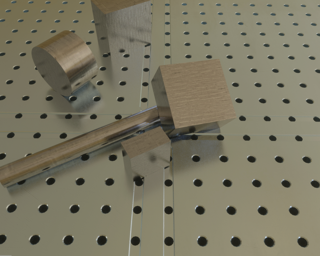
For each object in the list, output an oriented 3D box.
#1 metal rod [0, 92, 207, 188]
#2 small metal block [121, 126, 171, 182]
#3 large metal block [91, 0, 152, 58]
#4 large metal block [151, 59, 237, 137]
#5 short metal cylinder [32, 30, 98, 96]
[{"bbox_3d":[-0.052,0.002,0.405,0.302,0.025,0.025,-23,54,-19],"label":"metal rod"},{"bbox_3d":[-0.016,0.031,0.365,0.050,0.050,0.025,-23,54,-18],"label":"small metal block"},{"bbox_3d":[-0.062,-0.177,0.520,0.081,0.080,0.050,-26,55,-21],"label":"large metal block"},{"bbox_3d":[0.041,-0.037,0.398,0.081,0.050,0.080,-10,78,-16],"label":"large metal block"},{"bbox_3d":[-0.137,-0.093,0.448,0.080,0.080,0.050,31,57,23],"label":"short metal cylinder"}]
